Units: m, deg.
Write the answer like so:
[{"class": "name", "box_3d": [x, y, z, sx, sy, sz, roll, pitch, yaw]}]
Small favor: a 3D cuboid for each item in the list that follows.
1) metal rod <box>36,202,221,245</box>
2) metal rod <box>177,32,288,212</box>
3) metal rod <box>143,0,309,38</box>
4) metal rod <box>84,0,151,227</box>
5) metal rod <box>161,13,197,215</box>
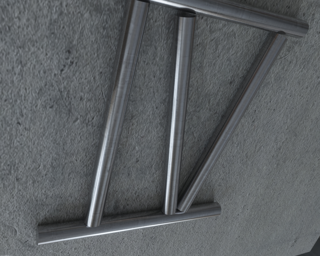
[{"class": "metal rod", "box_3d": [-0.030, 0.143, 0.481, 0.303, 0.025, 0.025, 1, 118, -29]}, {"class": "metal rod", "box_3d": [0.098, 0.002, 0.465, 0.025, 0.025, 0.298, 14, 111, -35]}, {"class": "metal rod", "box_3d": [0.065, -0.140, 0.359, 0.303, 0.025, 0.025, 1, 118, -29]}, {"class": "metal rod", "box_3d": [-0.058, 0.000, 0.377, 0.025, 0.025, 0.298, 1, 118, -29]}, {"class": "metal rod", "box_3d": [0.021, 0.002, 0.422, 0.025, 0.025, 0.298, -11, 123, -23]}]
